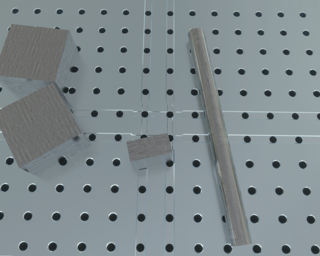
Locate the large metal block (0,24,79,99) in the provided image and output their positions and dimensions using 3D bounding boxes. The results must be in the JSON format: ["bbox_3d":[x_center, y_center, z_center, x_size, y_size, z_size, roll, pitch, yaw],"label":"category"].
[{"bbox_3d":[-0.168,-0.092,0.431,0.080,0.050,0.080,7,70,2],"label":"large metal block"}]

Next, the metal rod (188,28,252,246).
[{"bbox_3d":[0.075,-0.002,0.412,0.025,0.025,0.299,-7,70,-3],"label":"metal rod"}]

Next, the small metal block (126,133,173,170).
[{"bbox_3d":[-0.013,0.031,0.387,0.050,0.050,0.025,-12,71,-4],"label":"small metal block"}]

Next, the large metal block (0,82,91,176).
[{"bbox_3d":[-0.148,0.002,0.396,0.080,0.050,0.080,-30,73,-11],"label":"large metal block"}]
